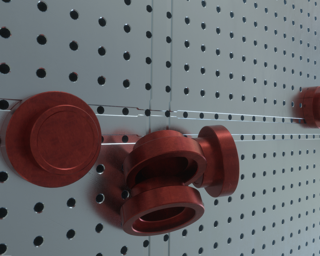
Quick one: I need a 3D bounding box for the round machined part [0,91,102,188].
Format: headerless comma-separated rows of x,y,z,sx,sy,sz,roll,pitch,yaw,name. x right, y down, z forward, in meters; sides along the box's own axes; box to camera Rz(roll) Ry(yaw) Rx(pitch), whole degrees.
-0.102,0.011,0.312,0.099,0.042,0.097,0,90,-40,round machined part

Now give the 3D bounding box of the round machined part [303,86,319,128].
0.369,-0.047,0.705,0.099,0.042,0.097,0,90,-40,round machined part

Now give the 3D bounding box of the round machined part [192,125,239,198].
0.066,0.046,0.423,0.042,0.098,0.097,-5,94,-13,round machined part

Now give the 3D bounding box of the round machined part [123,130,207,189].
0.004,0.039,0.377,0.099,0.098,0.042,20,41,-38,round machined part

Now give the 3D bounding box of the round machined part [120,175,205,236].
0.001,0.092,0.374,0.099,0.098,0.042,19,42,-38,round machined part
